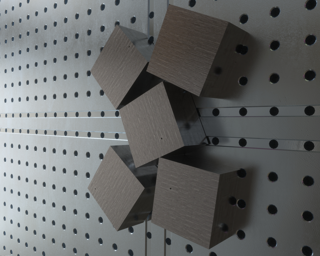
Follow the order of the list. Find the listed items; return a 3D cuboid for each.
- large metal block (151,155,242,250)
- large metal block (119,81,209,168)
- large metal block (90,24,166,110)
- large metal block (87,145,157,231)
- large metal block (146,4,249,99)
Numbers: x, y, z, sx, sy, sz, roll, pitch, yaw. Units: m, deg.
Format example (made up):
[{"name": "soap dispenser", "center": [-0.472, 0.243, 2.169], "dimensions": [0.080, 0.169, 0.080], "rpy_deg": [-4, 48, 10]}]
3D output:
[{"name": "large metal block", "center": [0.041, 0.080, 0.360], "dimensions": [0.080, 0.050, 0.080], "rpy_deg": [12, 97, 39]}, {"name": "large metal block", "center": [0.003, -0.002, 0.391], "dimensions": [0.080, 0.050, 0.080], "rpy_deg": [-28, 72, 36]}, {"name": "large metal block", "center": [-0.041, -0.081, 0.428], "dimensions": [0.080, 0.050, 0.080], "rpy_deg": [-52, 59, 28]}, {"name": "large metal block", "center": [-0.045, 0.080, 0.430], "dimensions": [0.080, 0.050, 0.080], "rpy_deg": [45, 117, 31]}, {"name": "large metal block", "center": [0.041, -0.087, 0.358], "dimensions": [0.080, 0.050, 0.080], "rpy_deg": [31, 110, 33]}]
